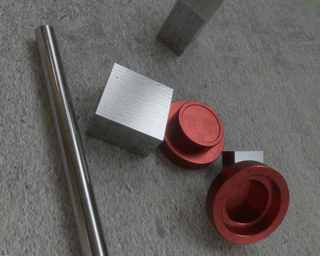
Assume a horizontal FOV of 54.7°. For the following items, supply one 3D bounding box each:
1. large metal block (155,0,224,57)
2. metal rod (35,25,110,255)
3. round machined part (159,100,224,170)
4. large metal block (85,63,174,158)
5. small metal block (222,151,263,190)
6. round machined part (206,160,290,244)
[{"bbox_3d":[0.048,-0.176,0.502,0.050,0.080,0.080,39,51,-2],"label":"large metal block"},{"bbox_3d":[-0.102,0.008,0.344,0.025,0.025,0.299,-6,65,-31],"label":"metal rod"},{"bbox_3d":[0.045,0.003,0.415,0.099,0.042,0.098,14,56,-21],"label":"round machined part"},{"bbox_3d":[-0.036,-0.021,0.381,0.080,0.050,0.080,23,53,-15],"label":"large metal block"},{"bbox_3d":[0.112,0.056,0.418,0.050,0.025,0.050,1,86,-28],"label":"small metal block"},{"bbox_3d":[0.101,0.085,0.374,0.099,0.042,0.097,-3,103,-14],"label":"round machined part"}]
